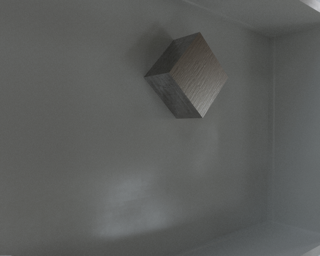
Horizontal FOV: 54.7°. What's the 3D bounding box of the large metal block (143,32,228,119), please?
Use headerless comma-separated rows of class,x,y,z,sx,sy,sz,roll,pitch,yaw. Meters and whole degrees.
large metal block,0.038,-0.069,0.424,0.080,0.050,0.080,50,61,-29
